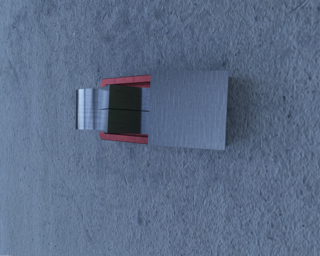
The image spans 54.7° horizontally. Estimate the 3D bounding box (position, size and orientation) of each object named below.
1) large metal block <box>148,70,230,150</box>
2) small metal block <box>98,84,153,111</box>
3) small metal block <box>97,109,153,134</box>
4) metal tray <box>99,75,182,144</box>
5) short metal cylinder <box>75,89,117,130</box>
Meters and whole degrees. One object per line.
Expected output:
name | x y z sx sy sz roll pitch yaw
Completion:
large metal block | 0.034 -0.020 0.343 0.080 0.050 0.079 3 92 14
small metal block | -0.040 -0.033 0.355 0.050 0.050 0.025 -176 88 -66
small metal block | -0.041 -0.007 0.355 0.050 0.050 0.025 -176 88 -66
metal tray | -0.029 -0.025 0.427 0.130 0.030 0.089 3 92 40
short metal cylinder | -0.071 -0.023 0.413 0.080 0.081 0.050 2 91 40
